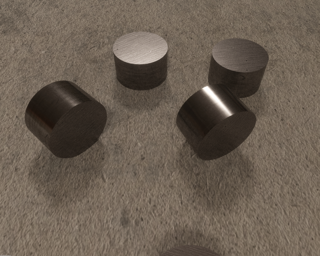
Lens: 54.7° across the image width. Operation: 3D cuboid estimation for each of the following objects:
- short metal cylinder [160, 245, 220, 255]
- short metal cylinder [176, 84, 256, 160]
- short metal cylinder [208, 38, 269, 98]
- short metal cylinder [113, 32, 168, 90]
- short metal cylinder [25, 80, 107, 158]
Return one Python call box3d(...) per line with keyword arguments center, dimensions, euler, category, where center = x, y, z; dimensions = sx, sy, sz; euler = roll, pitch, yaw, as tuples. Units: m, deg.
box3d(center=(0.026, 0.148, 0.263), dimensions=(0.081, 0.050, 0.080), euler=(0, 50, 0), category="short metal cylinder")
box3d(center=(0.067, -0.006, 0.374), dimensions=(0.081, 0.080, 0.050), euler=(-22, 54, -17), category="short metal cylinder")
box3d(center=(0.115, -0.090, 0.464), dimensions=(0.081, 0.050, 0.080), euler=(0, 50, 0), category="short metal cylinder")
box3d(center=(-0.029, -0.103, 0.473), dimensions=(0.081, 0.050, 0.080), euler=(0, 50, 0), category="short metal cylinder")
box3d(center=(-0.112, -0.010, 0.375), dimensions=(0.050, 0.080, 0.080), euler=(37, 59, 26), category="short metal cylinder")
